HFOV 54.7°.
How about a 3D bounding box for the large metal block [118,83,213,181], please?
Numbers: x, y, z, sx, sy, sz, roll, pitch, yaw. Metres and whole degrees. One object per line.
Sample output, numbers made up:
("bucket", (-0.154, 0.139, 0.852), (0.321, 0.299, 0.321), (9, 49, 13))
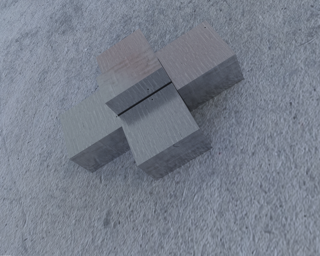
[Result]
("large metal block", (0.005, 0.005, 0.381), (0.080, 0.050, 0.080), (-32, 52, 7))

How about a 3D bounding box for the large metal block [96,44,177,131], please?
("large metal block", (-0.024, -0.049, 0.411), (0.080, 0.080, 0.050), (-32, 52, 7))

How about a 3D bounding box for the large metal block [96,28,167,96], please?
("large metal block", (-0.040, -0.088, 0.462), (0.080, 0.050, 0.080), (-32, 52, 7))

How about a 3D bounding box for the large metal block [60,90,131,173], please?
("large metal block", (-0.084, 0.002, 0.430), (0.080, 0.050, 0.080), (-32, 52, 7))

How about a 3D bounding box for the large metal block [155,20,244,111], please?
("large metal block", (0.051, -0.083, 0.411), (0.080, 0.050, 0.080), (-32, 52, 7))
